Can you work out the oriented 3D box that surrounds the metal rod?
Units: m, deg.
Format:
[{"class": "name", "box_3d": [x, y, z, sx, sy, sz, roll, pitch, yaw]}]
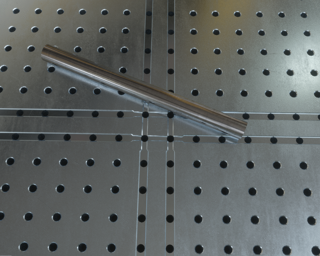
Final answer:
[{"class": "metal rod", "box_3d": [-0.027, -0.053, 0.431, 0.301, 0.025, 0.025, 22, 72, 8]}]
